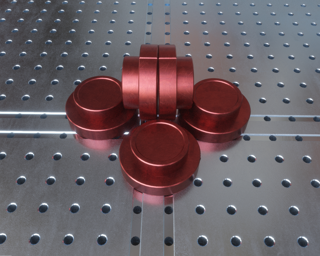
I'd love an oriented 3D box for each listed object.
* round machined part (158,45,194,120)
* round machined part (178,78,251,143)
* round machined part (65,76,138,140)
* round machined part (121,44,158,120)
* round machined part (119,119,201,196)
[{"bbox_3d":[0.019,-0.058,0.402,0.042,0.097,0.098,-1,50,-1],"label":"round machined part"},{"bbox_3d":[0.074,-0.031,0.422,0.099,0.042,0.098,0,50,0],"label":"round machined part"},{"bbox_3d":[-0.080,-0.034,0.424,0.099,0.042,0.098,0,50,0],"label":"round machined part"},{"bbox_3d":[-0.024,-0.058,0.401,0.042,0.097,0.098,1,50,1],"label":"round machined part"},{"bbox_3d":[0.000,0.028,0.373,0.099,0.042,0.098,0,50,0],"label":"round machined part"}]
